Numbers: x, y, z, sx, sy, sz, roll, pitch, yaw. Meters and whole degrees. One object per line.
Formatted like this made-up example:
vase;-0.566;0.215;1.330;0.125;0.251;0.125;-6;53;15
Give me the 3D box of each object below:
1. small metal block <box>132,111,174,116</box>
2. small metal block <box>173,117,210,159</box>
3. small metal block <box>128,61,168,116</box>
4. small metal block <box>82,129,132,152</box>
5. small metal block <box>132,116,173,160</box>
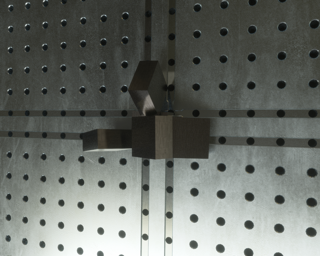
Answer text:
small metal block;-0.010;0.003;0.417;0.050;0.025;0.050;3;91;20
small metal block;0.034;0.012;0.389;0.050;0.025;0.050;2;91;-11
small metal block;-0.014;-0.050;0.394;0.025;0.050;0.050;3;55;21
small metal block;-0.070;0.017;0.414;0.050;0.050;0.025;-12;78;54
small metal block;-0.010;0.011;0.378;0.050;0.025;0.050;-1;90;53
